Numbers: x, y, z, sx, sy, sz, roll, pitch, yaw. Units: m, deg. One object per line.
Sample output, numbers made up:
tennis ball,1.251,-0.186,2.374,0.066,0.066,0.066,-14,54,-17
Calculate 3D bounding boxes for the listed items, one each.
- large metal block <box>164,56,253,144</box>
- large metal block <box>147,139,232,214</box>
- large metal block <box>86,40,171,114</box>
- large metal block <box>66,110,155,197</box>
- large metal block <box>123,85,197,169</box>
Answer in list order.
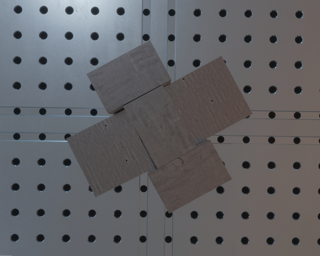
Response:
large metal block,0.058,-0.034,0.400,0.080,0.050,0.080,-29,92,0
large metal block,0.033,0.055,0.386,0.080,0.080,0.050,-29,90,-1
large metal block,-0.034,-0.057,0.385,0.080,0.080,0.050,-28,90,0
large metal block,-0.060,0.031,0.401,0.080,0.050,0.080,-27,90,0
large metal block,0.000,-0.002,0.386,0.050,0.080,0.080,-29,90,0
